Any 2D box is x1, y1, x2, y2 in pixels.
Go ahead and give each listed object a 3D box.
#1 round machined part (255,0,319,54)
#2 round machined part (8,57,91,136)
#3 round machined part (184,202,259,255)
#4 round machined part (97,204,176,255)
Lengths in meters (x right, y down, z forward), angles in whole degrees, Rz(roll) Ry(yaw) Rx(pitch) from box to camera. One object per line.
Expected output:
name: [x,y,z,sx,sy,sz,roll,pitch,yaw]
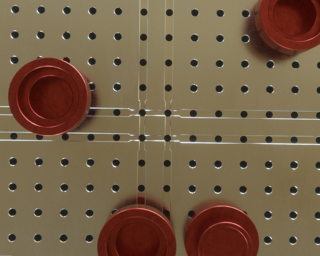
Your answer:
round machined part: [0.173,-0.146,0.407,0.099,0.042,0.097,0,90,-1]
round machined part: [-0.139,-0.039,0.403,0.099,0.042,0.097,0,90,-1]
round machined part: [0.082,0.151,0.406,0.099,0.042,0.097,0,90,-1]
round machined part: [-0.029,0.148,0.405,0.099,0.042,0.097,0,90,-1]
